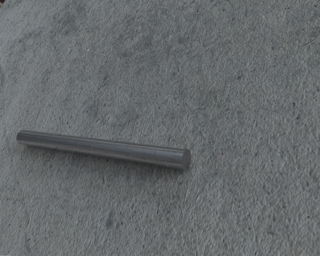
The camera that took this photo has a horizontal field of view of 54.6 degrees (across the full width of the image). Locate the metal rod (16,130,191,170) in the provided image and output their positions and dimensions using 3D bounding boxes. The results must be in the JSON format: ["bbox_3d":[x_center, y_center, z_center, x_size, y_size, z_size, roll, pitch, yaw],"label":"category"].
[{"bbox_3d":[-0.098,0.026,0.440,0.300,0.025,0.025,5,64,30],"label":"metal rod"}]
